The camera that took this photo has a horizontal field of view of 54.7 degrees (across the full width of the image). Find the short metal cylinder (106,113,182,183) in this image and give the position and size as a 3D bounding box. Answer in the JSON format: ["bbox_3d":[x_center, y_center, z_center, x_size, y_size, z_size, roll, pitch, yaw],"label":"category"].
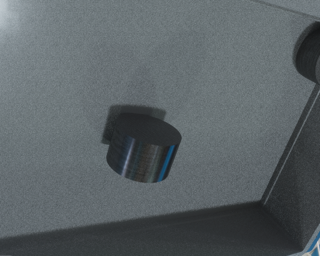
[{"bbox_3d":[-0.020,0.022,0.376,0.081,0.080,0.050,4,117,-30],"label":"short metal cylinder"}]

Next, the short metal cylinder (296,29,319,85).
[{"bbox_3d":[0.251,-0.101,0.453,0.081,0.050,0.079,-4,118,-8],"label":"short metal cylinder"}]
